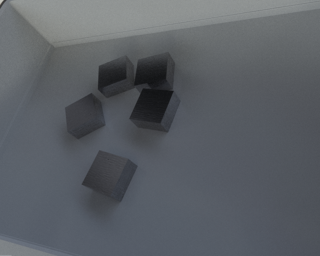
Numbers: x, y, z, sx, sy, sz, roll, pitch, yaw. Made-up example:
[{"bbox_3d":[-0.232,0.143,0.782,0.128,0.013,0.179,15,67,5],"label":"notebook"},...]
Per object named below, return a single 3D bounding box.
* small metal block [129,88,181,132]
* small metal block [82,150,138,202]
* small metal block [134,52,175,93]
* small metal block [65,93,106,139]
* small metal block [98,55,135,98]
[{"bbox_3d":[-0.006,-0.025,0.423,0.050,0.025,0.050,9,66,31],"label":"small metal block"},{"bbox_3d":[-0.065,0.061,0.401,0.050,0.025,0.050,12,68,32],"label":"small metal block"},{"bbox_3d":[-0.007,-0.080,0.457,0.050,0.025,0.050,-9,58,23],"label":"small metal block"},{"bbox_3d":[-0.115,-0.018,0.475,0.050,0.025,0.050,-27,53,11],"label":"small metal block"},{"bbox_3d":[-0.069,-0.081,0.490,0.050,0.025,0.050,-17,55,17],"label":"small metal block"}]
